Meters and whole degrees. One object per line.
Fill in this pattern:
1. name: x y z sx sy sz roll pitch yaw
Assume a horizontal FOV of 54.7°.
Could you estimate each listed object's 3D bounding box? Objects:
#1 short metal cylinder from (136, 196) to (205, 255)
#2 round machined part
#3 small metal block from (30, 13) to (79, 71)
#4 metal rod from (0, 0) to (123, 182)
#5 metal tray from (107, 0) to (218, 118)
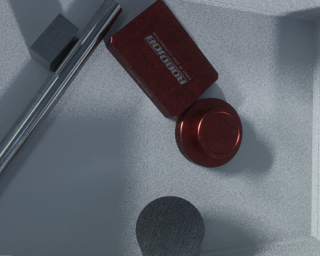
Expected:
1. short metal cylinder: 0.013 0.132 0.382 0.080 0.050 0.080 -1 53 2
2. round machined part: 0.074 0.006 0.430 0.099 0.042 0.097 0 90 -21
3. small metal block: -0.120 -0.096 0.353 0.025 0.050 0.050 39 78 -16
4. metal rod: -0.136 -0.029 0.360 0.025 0.025 0.300 36 78 -17
5. metal tray: 0.006 -0.089 0.411 0.090 0.030 0.130 -44 104 -15
